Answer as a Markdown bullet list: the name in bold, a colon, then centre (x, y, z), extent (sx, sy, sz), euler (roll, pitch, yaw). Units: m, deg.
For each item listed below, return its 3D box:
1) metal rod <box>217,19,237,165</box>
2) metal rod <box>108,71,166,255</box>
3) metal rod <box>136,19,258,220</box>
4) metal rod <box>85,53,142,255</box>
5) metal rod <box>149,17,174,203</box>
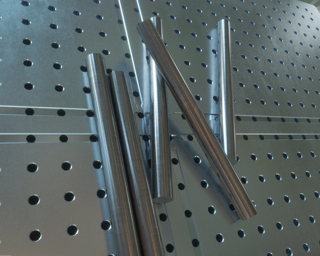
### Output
- **metal rod**: centre (0.109, -0.076, 0.515), extent (0.025, 0.025, 0.300), euler (19, 54, -18)
- **metal rod**: centre (-0.025, 0.062, 0.357), extent (0.025, 0.025, 0.299), euler (0, 62, -29)
- **metal rod**: centre (0.047, -0.017, 0.423), extent (0.025, 0.025, 0.299), euler (-22, 81, -36)
- **metal rod**: centre (-0.055, 0.039, 0.356), extent (0.025, 0.025, 0.299), euler (0, 62, -29)
- **metal rod**: centre (-0.002, -0.045, 0.435), extent (0.025, 0.025, 0.299), euler (12, 57, -22)
